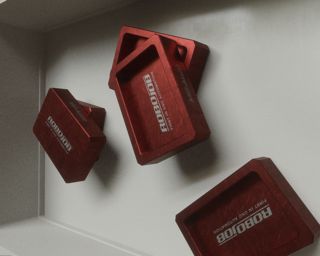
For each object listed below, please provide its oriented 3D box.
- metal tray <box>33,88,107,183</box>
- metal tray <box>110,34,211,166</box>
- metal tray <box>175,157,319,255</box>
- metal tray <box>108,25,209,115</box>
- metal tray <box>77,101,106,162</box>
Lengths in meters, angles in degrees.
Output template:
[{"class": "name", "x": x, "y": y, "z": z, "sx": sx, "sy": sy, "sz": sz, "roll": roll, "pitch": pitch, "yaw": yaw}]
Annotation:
[{"class": "metal tray", "x": -0.144, "y": 0.009, "z": 0.480, "sx": 0.130, "sy": 0.030, "sz": 0.089, "roll": 46, "pitch": 117, "yaw": 29}, {"class": "metal tray", "x": -0.005, "y": -0.031, "z": 0.365, "sx": 0.090, "sy": 0.030, "sz": 0.129, "roll": -30, "pitch": 72, "yaw": 35}, {"class": "metal tray", "x": 0.086, "y": 0.102, "z": 0.331, "sx": 0.129, "sy": 0.030, "sz": 0.090, "roll": -45, "pitch": 63, "yaw": 30}, {"class": "metal tray", "x": -0.008, "y": -0.078, "z": 0.407, "sx": 0.130, "sy": 0.030, "sz": 0.089, "roll": 25, "pitch": 106, "yaw": 36}, {"class": "metal tray", "x": -0.151, "y": -0.002, "z": 0.525, "sx": 0.130, "sy": 0.030, "sz": 0.089, "roll": 17, "pitch": 101, "yaw": 38}]
